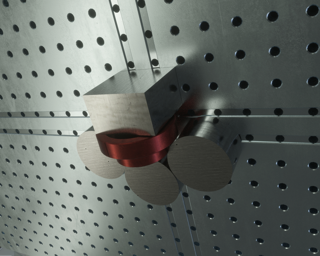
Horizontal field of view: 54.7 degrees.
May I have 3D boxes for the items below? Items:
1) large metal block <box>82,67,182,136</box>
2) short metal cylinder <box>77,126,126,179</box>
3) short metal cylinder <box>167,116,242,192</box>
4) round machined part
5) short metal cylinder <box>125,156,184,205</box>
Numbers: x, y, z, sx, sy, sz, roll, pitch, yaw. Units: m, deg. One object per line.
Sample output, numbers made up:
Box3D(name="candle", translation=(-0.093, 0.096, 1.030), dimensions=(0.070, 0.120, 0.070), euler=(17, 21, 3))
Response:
Box3D(name="large metal block", translation=(-0.029, -0.033, 0.370), dimensions=(0.080, 0.080, 0.050), euler=(1, 119, 28))
Box3D(name="short metal cylinder", translation=(-0.072, 0.027, 0.450), dimensions=(0.080, 0.050, 0.079), euler=(13, 124, 21))
Box3D(name="short metal cylinder", translation=(0.056, 0.032, 0.386), dimensions=(0.080, 0.050, 0.079), euler=(13, 124, 21))
Box3D(name="round machined part", translation=(-0.026, 0.013, 0.383), dimensions=(0.098, 0.098, 0.042), euler=(2, 119, 27))
Box3D(name="short metal cylinder", translation=(-0.002, 0.061, 0.434), dimensions=(0.080, 0.050, 0.079), euler=(13, 124, 21))
